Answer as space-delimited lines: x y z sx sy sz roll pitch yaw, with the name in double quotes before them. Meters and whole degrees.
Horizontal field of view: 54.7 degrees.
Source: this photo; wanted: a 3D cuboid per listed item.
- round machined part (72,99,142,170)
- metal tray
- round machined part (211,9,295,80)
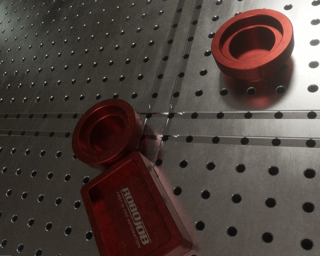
"round machined part" -0.067 0.012 0.424 0.098 0.042 0.098 -13 56 20
"metal tray" -0.033 0.101 0.359 0.090 0.030 0.130 -35 51 4
"round machined part" 0.119 -0.101 0.396 0.098 0.042 0.098 -13 56 20
